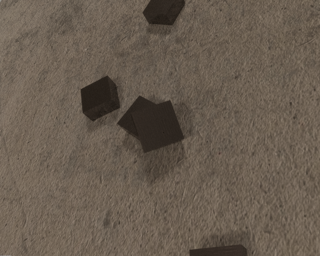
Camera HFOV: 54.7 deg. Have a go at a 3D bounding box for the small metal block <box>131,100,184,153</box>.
[{"bbox_3d":[-0.004,-0.001,0.382,0.050,0.025,0.050,-19,84,-7],"label":"small metal block"}]

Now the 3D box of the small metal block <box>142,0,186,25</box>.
[{"bbox_3d":[0.007,-0.203,0.523,0.050,0.025,0.050,18,71,34],"label":"small metal block"}]

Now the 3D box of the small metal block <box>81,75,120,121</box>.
[{"bbox_3d":[-0.093,-0.046,0.479,0.050,0.025,0.050,-25,53,12],"label":"small metal block"}]

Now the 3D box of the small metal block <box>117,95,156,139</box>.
[{"bbox_3d":[-0.021,-0.010,0.420,0.050,0.025,0.050,30,78,37],"label":"small metal block"}]

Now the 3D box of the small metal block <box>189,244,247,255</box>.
[{"bbox_3d":[0.057,0.139,0.288,0.050,0.025,0.050,-14,56,20],"label":"small metal block"}]
